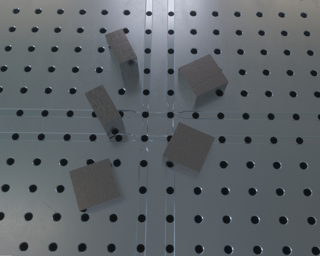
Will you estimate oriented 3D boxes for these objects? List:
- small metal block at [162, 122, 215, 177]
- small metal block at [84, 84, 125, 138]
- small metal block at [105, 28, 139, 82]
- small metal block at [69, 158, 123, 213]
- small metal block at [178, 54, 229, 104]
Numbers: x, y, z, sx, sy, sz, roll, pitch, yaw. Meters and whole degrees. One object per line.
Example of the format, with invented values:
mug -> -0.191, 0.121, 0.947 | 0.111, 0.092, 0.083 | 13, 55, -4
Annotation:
small metal block -> 0.037, 0.028, 0.402 | 0.050, 0.025, 0.050 | 24, 72, 8
small metal block -> -0.071, -0.021, 0.406 | 0.025, 0.050, 0.050 | -29, 73, -10
small metal block -> -0.052, -0.101, 0.435 | 0.025, 0.050, 0.050 | -24, 72, -8
small metal block -> -0.079, 0.071, 0.385 | 0.050, 0.025, 0.050 | -19, 71, -7
small metal block -> 0.060, -0.069, 0.437 | 0.050, 0.025, 0.050 | -26, 72, -9
